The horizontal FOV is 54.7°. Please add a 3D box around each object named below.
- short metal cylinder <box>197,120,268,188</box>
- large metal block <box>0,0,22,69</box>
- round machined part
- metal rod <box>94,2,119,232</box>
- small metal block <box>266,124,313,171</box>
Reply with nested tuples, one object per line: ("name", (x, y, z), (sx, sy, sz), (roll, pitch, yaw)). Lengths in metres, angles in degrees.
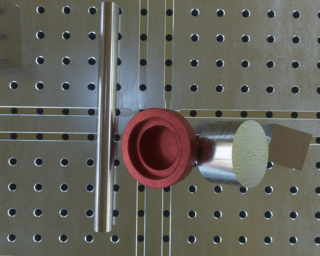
("short metal cylinder", (0.090, 0.031, 0.382), (0.081, 0.050, 0.079), (1, 88, -43))
("large metal block", (-0.215, -0.121, 0.383), (0.050, 0.080, 0.079), (-2, 90, 0))
("round machined part", (0.003, 0.024, 0.391), (0.098, 0.042, 0.097), (1, 91, 31))
("metal rod", (-0.071, -0.014, 0.412), (0.025, 0.025, 0.298), (2, 90, -1))
("small metal block", (0.168, 0.025, 0.416), (0.050, 0.025, 0.050), (17, 90, -1))
